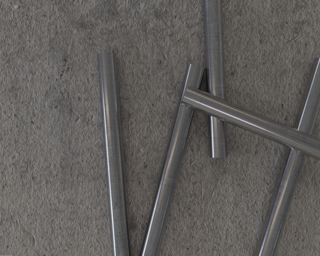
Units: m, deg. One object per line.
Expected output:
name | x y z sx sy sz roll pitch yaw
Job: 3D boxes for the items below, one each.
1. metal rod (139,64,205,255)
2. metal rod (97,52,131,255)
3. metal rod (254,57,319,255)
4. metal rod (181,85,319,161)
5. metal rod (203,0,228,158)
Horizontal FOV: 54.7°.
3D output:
metal rod | 0.012 0.064 0.409 0.025 0.025 0.298 14 90 0
metal rod | -0.059 0.052 0.409 0.025 0.025 0.298 -4 90 0
metal rod | 0.174 0.054 0.411 0.025 0.025 0.298 17 90 0
metal rod | 0.170 0.015 0.384 0.301 0.025 0.025 22 90 0
metal rod | 0.071 -0.111 0.410 0.025 0.025 0.298 -2 90 0
